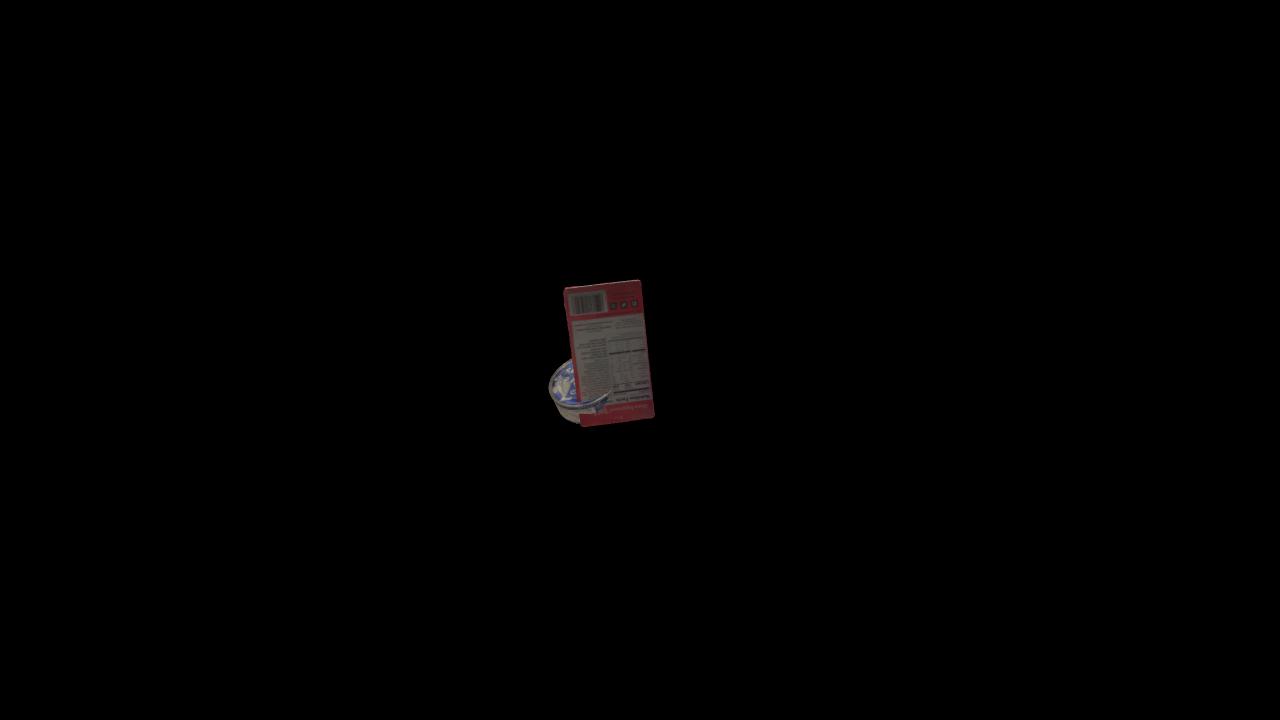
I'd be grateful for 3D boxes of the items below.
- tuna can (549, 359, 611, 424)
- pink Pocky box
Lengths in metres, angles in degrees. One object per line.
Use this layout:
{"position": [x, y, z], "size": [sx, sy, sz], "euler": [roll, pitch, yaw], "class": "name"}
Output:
{"position": [-0.059, 0.032, 0.703], "size": [0.084, 0.034, 0.084], "euler": [-10, 43, 9], "class": "tuna can"}
{"position": [-0.033, -0.007, 0.675], "size": [0.084, 0.155, 0.029], "euler": [-7, 12, -5], "class": "pink Pocky box"}
